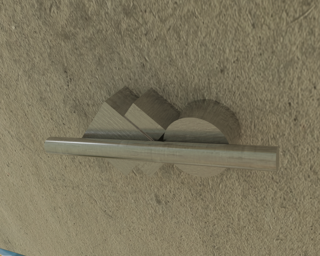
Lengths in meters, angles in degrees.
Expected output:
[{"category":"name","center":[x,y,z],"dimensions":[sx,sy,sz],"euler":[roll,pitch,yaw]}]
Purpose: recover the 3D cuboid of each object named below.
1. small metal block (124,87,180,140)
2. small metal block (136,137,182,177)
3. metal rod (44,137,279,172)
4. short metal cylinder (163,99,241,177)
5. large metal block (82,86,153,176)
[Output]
[{"category":"small metal block","center":[-0.008,-0.018,0.386],"dimensions":[0.050,0.050,0.025],"euler":[40,129,0]},{"category":"small metal block","center":[0.000,0.030,0.412],"dimensions":[0.025,0.050,0.050],"euler":[41,129,0]},{"category":"metal rod","center":[-0.020,0.027,0.368],"dimensions":[0.300,0.025,0.025],"euler":[1,119,27]},{"category":"short metal cylinder","center":[0.051,0.012,0.371],"dimensions":[0.080,0.050,0.079],"euler":[13,124,21]},{"category":"large metal block","center":[-0.046,0.005,0.418],"dimensions":[0.080,0.050,0.080],"euler":[41,129,0]}]
